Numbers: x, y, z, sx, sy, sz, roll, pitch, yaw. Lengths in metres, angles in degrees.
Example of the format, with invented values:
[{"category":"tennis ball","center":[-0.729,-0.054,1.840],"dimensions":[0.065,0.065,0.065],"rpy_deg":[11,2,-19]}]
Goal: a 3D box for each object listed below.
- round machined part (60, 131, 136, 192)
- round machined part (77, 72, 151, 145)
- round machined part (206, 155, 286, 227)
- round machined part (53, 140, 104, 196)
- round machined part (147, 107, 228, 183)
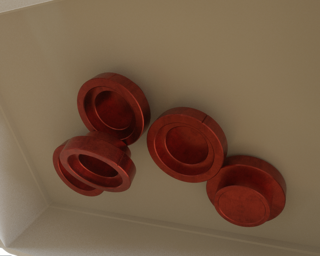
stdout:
[{"category":"round machined part","center":[-0.077,0.041,0.410],"dimensions":[0.098,0.042,0.097],"rpy_deg":[14,143,11]},{"category":"round machined part","center":[-0.056,-0.028,0.408],"dimensions":[0.098,0.042,0.097],"rpy_deg":[13,124,20]},{"category":"round machined part","center":[0.106,0.086,0.391],"dimensions":[0.098,0.042,0.097],"rpy_deg":[12,125,18]},{"category":"round machined part","center":[-0.117,0.057,0.493],"dimensions":[0.098,0.042,0.097],"rpy_deg":[13,124,20]},{"category":"round machined part","center":[0.037,0.017,0.388],"dimensions":[0.098,0.042,0.097],"rpy_deg":[13,124,20]}]
